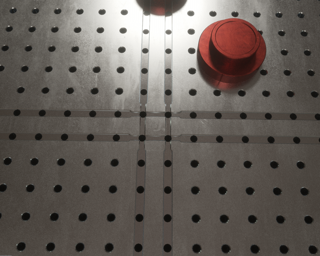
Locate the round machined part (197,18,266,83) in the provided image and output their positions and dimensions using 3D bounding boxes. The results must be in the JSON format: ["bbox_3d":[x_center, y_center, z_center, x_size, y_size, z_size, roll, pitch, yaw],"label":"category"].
[{"bbox_3d":[0.105,-0.118,0.447,0.099,0.042,0.098,0,70,0],"label":"round machined part"}]
